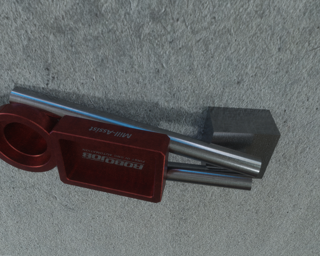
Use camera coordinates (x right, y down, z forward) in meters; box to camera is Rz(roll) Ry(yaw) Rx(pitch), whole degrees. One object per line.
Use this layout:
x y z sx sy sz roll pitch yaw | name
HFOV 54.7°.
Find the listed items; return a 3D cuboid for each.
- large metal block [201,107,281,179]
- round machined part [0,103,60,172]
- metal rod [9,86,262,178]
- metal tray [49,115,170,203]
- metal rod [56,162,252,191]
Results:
0.100 0.020 0.409 0.081 0.050 0.079 3 130 -3 | large metal block
-0.166 0.008 0.395 0.099 0.042 0.097 6 130 8 | round machined part
-0.030 0.004 0.369 0.302 0.025 0.025 16 129 2 | metal rod
-0.057 0.039 0.370 0.131 0.030 0.089 10 131 7 | metal tray
-0.035 0.052 0.410 0.301 0.025 0.025 5 131 11 | metal rod
